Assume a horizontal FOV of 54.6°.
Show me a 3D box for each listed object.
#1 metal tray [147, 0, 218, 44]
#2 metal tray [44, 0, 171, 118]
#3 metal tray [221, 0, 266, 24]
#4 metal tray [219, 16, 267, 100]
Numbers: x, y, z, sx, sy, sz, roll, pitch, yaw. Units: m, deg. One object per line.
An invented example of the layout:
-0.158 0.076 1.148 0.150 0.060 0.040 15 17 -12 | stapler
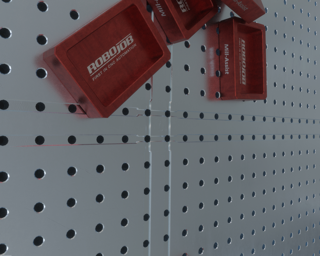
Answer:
0.020 -0.194 0.421 0.090 0.030 0.130 -48 119 -29 | metal tray
-0.053 -0.084 0.359 0.130 0.030 0.090 -48 119 -29 | metal tray
0.104 -0.220 0.456 0.131 0.030 0.090 11 60 -48 | metal tray
0.141 -0.112 0.521 0.091 0.030 0.129 -4 92 -40 | metal tray
